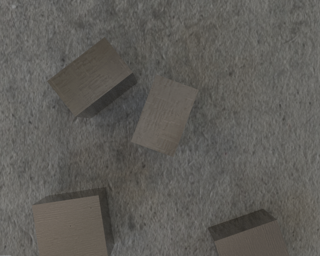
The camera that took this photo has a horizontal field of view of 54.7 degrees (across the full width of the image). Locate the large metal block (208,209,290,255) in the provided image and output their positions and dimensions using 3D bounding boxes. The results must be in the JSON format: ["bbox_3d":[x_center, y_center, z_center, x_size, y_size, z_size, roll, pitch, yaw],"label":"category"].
[{"bbox_3d":[0.117,0.161,0.399,0.080,0.050,0.080,-19,90,-1],"label":"large metal block"}]

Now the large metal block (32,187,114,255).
[{"bbox_3d":[-0.108,0.126,0.396,0.081,0.050,0.080,-9,90,-1],"label":"large metal block"}]

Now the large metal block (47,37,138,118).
[{"bbox_3d":[-0.077,-0.057,0.381,0.080,0.080,0.050,-38,90,0],"label":"large metal block"}]

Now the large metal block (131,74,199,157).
[{"bbox_3d":[0.005,-0.014,0.383,0.050,0.080,0.080,20,90,0],"label":"large metal block"}]
